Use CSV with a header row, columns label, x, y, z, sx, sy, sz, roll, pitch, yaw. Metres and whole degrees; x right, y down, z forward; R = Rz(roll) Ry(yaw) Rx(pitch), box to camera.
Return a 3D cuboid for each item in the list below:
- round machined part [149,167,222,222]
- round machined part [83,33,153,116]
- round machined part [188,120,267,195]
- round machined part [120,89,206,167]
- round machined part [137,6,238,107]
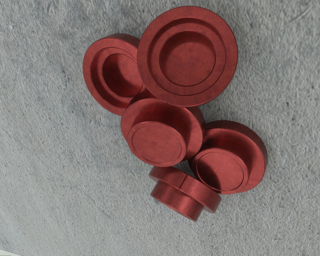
label,x,y,z,sx,sy,sz,roll,pitch,yaw
round machined part,0.027,0.087,0.403,0.098,0.042,0.098,29,167,8
round machined part,-0.041,-0.066,0.376,0.098,0.042,0.097,13,124,20
round machined part,0.078,0.042,0.381,0.098,0.042,0.097,13,124,20
round machined part,0.001,0.007,0.357,0.098,0.042,0.097,9,131,10
round machined part,0.029,-0.070,0.320,0.098,0.042,0.097,0,92,10
